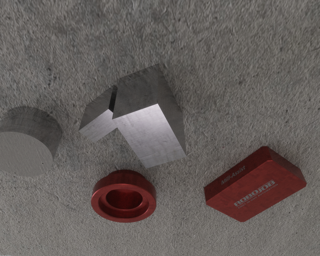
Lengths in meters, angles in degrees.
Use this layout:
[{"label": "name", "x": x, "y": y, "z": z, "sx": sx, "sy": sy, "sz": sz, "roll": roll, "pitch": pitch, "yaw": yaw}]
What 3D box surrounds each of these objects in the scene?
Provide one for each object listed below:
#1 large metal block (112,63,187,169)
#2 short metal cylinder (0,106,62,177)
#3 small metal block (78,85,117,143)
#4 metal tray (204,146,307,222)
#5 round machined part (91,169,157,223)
[{"label": "large metal block", "x": -0.009, "y": -0.014, "z": 0.359, "sx": 0.050, "sy": 0.080, "sz": 0.080, "roll": -18, "pitch": 128, "yaw": 15}, {"label": "short metal cylinder", "x": -0.175, "y": 0.018, "z": 0.405, "sx": 0.081, "sy": 0.050, "sz": 0.079, "roll": 0, "pitch": 130, "yaw": 0}, {"label": "small metal block", "x": -0.068, "y": -0.018, "z": 0.375, "sx": 0.050, "sy": 0.050, "sz": 0.025, "roll": -33, "pitch": 123, "yaw": 24}, {"label": "metal tray", "x": 0.145, "y": 0.092, "z": 0.484, "sx": 0.090, "sy": 0.030, "sz": 0.129, "roll": 31, "pitch": 123, "yaw": -24}, {"label": "round machined part", "x": -0.054, "y": 0.102, "z": 0.483, "sx": 0.099, "sy": 0.042, "sz": 0.097, "roll": 0, "pitch": 130, "yaw": 0}]
